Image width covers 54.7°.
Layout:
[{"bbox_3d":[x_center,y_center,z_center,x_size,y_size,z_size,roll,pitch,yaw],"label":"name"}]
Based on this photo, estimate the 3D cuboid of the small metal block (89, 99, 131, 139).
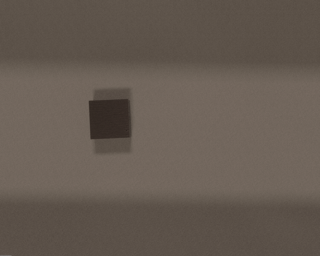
[{"bbox_3d":[-0.065,-0.011,0.411,0.050,0.025,0.050,-3,90,-1],"label":"small metal block"}]
